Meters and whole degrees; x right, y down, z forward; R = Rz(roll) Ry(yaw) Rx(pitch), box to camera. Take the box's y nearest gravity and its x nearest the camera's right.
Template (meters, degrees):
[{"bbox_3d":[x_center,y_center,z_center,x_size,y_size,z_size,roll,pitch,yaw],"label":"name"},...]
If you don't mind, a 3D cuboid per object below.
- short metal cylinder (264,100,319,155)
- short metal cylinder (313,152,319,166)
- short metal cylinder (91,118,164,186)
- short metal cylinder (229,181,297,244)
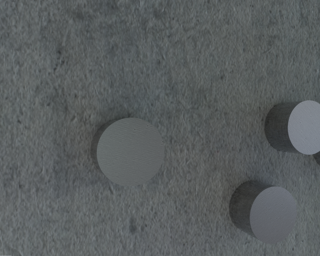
[{"bbox_3d":[0.210,-0.001,0.475,0.081,0.050,0.079,0,90,-21],"label":"short metal cylinder"},{"bbox_3d":[0.301,0.031,0.510,0.081,0.050,0.079,0,90,-20],"label":"short metal cylinder"},{"bbox_3d":[-0.041,0.028,0.381,0.081,0.050,0.079,0,90,-21],"label":"short metal cylinder"},{"bbox_3d":[0.150,0.121,0.453,0.081,0.050,0.079,0,90,-20],"label":"short metal cylinder"}]
